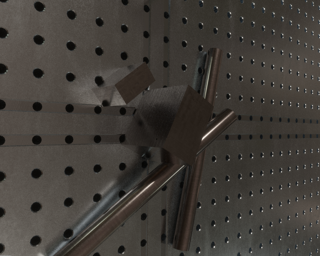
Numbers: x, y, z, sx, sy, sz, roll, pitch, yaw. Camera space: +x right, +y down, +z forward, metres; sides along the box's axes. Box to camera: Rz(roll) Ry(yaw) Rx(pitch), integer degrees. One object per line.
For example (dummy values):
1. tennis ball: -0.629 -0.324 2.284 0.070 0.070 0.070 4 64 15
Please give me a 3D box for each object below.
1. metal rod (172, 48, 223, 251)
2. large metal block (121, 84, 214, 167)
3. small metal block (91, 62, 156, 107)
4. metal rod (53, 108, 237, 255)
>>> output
1. metal rod: 0.058 0.025 0.459 0.025 0.025 0.299 19 78 -39
2. large metal block: 0.009 -0.003 0.383 0.050 0.080 0.080 35 68 -35
3. small metal block: -0.042 -0.050 0.359 0.050 0.050 0.025 -44 117 -31
4. metal rod: -0.002 0.064 0.390 0.302 0.025 0.025 -38 114 -27
